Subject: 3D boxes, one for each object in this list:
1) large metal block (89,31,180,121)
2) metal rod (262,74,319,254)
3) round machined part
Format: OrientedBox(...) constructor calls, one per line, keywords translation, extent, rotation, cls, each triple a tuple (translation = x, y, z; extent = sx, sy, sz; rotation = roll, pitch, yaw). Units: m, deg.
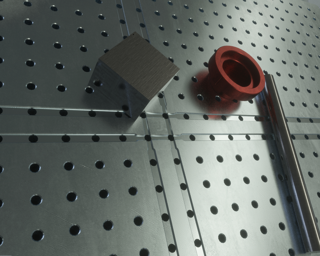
OrientedBox(translation=(-0.033, -0.071, 0.417), extent=(0.080, 0.050, 0.080), rotation=(40, 51, -1), cls="large metal block")
OrientedBox(translation=(0.202, 0.038, 0.493), extent=(0.025, 0.025, 0.299), rotation=(11, 57, -23), cls="metal rod")
OrientedBox(translation=(0.121, -0.085, 0.514), extent=(0.099, 0.042, 0.098), rotation=(14, 56, -21), cls="round machined part")
